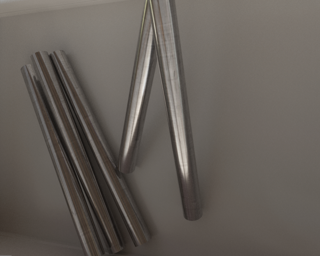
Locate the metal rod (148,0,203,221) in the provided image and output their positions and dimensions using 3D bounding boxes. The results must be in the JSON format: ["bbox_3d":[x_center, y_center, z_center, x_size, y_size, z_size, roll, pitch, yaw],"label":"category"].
[{"bbox_3d":[0.019,-0.022,0.333,0.025,0.025,0.298,0,117,20],"label":"metal rod"}]

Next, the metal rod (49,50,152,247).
[{"bbox_3d":[-0.088,0.022,0.441,0.025,0.025,0.299,-30,81,17],"label":"metal rod"}]

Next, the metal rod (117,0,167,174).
[{"bbox_3d":[-0.018,-0.068,0.351,0.025,0.025,0.298,25,124,18],"label":"metal rod"}]

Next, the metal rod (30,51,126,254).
[{"bbox_3d":[-0.117,0.032,0.440,0.025,0.025,0.299,-24,87,18],"label":"metal rod"}]

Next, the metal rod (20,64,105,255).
[{"bbox_3d":[-0.144,0.038,0.443,0.025,0.025,0.299,-30,74,17],"label":"metal rod"}]
